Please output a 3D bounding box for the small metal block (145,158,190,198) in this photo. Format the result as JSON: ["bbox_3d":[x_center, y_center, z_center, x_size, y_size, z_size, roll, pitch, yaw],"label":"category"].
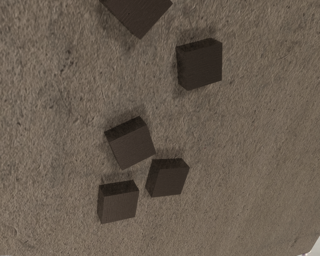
[{"bbox_3d":[0.010,0.073,0.460,0.050,0.025,0.050,1,118,-29],"label":"small metal block"}]

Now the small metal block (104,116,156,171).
[{"bbox_3d":[-0.038,0.020,0.400,0.050,0.025,0.050,-26,128,-13],"label":"small metal block"}]

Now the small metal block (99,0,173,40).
[{"bbox_3d":[-0.024,-0.128,0.315,0.050,0.025,0.050,-47,130,5],"label":"small metal block"}]

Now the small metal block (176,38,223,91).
[{"bbox_3d":[0.049,-0.080,0.386,0.050,0.025,0.050,-19,126,-18],"label":"small metal block"}]

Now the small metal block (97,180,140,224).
[{"bbox_3d":[-0.060,0.105,0.440,0.050,0.025,0.050,-5,121,-27],"label":"small metal block"}]
